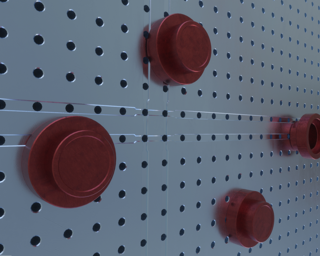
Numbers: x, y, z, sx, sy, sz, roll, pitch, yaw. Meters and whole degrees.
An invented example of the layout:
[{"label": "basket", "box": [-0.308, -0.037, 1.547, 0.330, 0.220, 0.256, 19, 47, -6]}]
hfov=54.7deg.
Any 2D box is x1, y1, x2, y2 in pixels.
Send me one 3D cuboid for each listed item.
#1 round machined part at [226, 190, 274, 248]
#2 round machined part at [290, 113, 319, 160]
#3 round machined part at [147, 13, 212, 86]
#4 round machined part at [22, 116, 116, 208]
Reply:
[{"label": "round machined part", "box": [0.162, 0.159, 0.538, 0.099, 0.042, 0.097, 0, 90, -40]}, {"label": "round machined part", "box": [0.317, 0.018, 0.668, 0.099, 0.042, 0.097, 0, 90, -40]}, {"label": "round machined part", "box": [0.033, -0.109, 0.428, 0.099, 0.042, 0.097, 0, 90, -40]}, {"label": "round machined part", "box": [-0.088, 0.036, 0.326, 0.099, 0.042, 0.097, 0, 90, -40]}]
